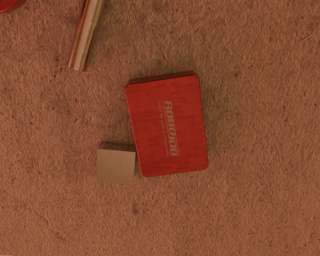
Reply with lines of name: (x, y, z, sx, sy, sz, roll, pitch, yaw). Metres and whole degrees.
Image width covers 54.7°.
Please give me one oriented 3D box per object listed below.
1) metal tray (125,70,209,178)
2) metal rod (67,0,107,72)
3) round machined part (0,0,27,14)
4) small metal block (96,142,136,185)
metal tray: (0.011, -0.003, 0.406, 0.091, 0.030, 0.129, -8, 110, 3)
metal rod: (-0.052, -0.206, 0.333, 0.025, 0.025, 0.298, 18, 109, -7)
round machined part: (-0.183, -0.175, 0.334, 0.099, 0.042, 0.097, 0, 110, 0)
small metal block: (-0.060, 0.048, 0.427, 0.050, 0.025, 0.050, 5, 110, -2)
